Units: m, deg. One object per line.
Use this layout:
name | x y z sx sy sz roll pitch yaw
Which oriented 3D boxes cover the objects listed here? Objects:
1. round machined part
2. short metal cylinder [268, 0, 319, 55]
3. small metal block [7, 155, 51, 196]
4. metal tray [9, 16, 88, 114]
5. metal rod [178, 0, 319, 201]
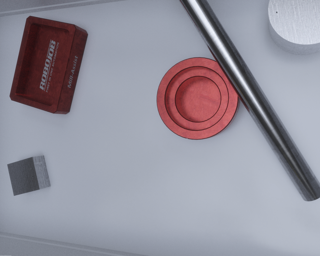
round machined part | 0.049 -0.035 0.384 0.098 0.042 0.097 0 90 19
short metal cylinder | 0.162 -0.125 0.340 0.080 0.050 0.079 0 90 19
small metal block | -0.203 0.074 0.480 0.050 0.025 0.050 -16 85 19
metal tray | -0.168 -0.094 0.465 0.090 0.030 0.129 17 95 18
metal rod | 0.092 -0.049 0.337 0.025 0.025 0.299 -32 95 17
